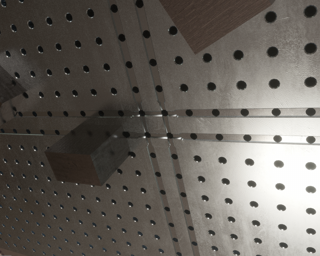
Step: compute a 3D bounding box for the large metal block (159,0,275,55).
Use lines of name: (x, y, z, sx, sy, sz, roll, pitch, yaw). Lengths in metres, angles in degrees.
large metal block: (0.050, -0.129, 0.288, 0.080, 0.050, 0.080, -28, 104, 37)

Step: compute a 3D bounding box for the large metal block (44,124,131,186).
large metal block: (-0.102, 0.036, 0.450, 0.080, 0.080, 0.050, 1, 119, 27)

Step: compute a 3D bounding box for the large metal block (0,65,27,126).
large metal block: (-0.276, -0.055, 0.504, 0.080, 0.050, 0.080, 44, 129, -3)
